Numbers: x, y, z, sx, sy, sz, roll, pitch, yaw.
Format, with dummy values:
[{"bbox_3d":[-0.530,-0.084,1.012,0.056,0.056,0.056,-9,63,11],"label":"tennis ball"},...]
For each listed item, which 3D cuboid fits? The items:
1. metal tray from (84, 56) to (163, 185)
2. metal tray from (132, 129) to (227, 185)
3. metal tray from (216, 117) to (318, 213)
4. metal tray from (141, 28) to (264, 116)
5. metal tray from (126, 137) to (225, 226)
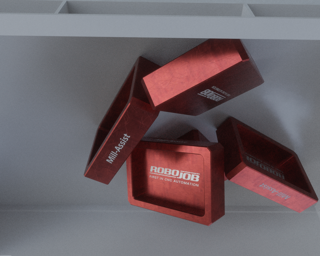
[{"bbox_3d":[-0.043,-0.007,0.357,0.030,0.090,0.129,24,127,-17],"label":"metal tray"},{"bbox_3d":[0.028,0.066,0.462,0.130,0.030,0.090,-32,124,24],"label":"metal tray"},{"bbox_3d":[0.139,0.048,0.407,0.131,0.090,0.030,26,125,-21],"label":"metal tray"},{"bbox_3d":[0.050,-0.047,0.312,0.090,0.030,0.131,-27,169,21],"label":"metal tray"},{"bbox_3d":[0.015,0.060,0.387,0.130,0.030,0.089,3,98,39],"label":"metal tray"}]
